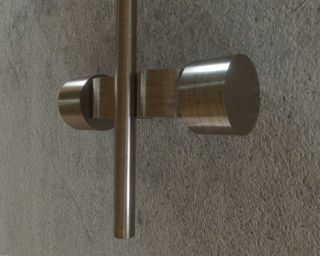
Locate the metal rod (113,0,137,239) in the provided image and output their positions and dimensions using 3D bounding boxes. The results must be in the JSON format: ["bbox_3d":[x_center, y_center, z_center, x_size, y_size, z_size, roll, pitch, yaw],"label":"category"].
[{"bbox_3d":[-0.040,-0.024,0.359,0.025,0.025,0.298,1,91,40],"label":"metal rod"}]

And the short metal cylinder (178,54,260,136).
[{"bbox_3d":[0.063,-0.033,0.319,0.050,0.081,0.080,1,91,40],"label":"short metal cylinder"}]

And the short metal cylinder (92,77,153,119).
[{"bbox_3d":[-0.049,-0.037,0.411,0.080,0.081,0.050,1,91,40],"label":"short metal cylinder"}]

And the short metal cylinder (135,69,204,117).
[{"bbox_3d":[0.012,-0.037,0.360,0.080,0.081,0.050,1,91,40],"label":"short metal cylinder"}]

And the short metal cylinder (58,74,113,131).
[{"bbox_3d":[-0.099,-0.036,0.452,0.050,0.081,0.080,1,91,40],"label":"short metal cylinder"}]
